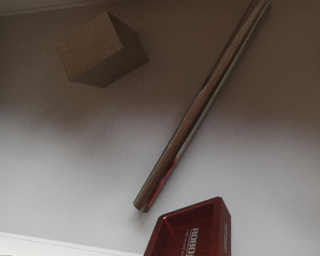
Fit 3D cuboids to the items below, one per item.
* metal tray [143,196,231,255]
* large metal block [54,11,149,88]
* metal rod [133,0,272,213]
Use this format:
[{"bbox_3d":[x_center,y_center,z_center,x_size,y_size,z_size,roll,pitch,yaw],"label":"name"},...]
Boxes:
[{"bbox_3d":[0.030,0.132,0.342,0.090,0.130,0.030,-23,100,18],"label":"metal tray"},{"bbox_3d":[-0.073,-0.097,0.406,0.080,0.080,0.050,-27,82,18],"label":"large metal block"},{"bbox_3d":[0.048,-0.021,0.392,0.025,0.025,0.299,33,100,16],"label":"metal rod"}]
